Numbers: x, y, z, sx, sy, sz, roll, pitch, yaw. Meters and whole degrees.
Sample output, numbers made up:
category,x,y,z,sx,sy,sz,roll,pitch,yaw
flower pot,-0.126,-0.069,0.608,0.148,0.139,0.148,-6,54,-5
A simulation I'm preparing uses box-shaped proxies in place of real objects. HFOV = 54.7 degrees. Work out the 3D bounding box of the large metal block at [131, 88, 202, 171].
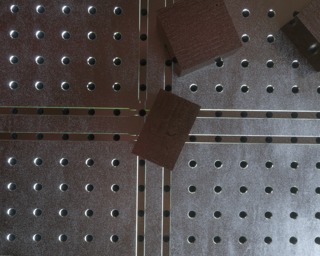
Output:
category,x,y,z,sx,sy,sz,roll,pitch,yaw
large metal block,0.007,0.002,0.386,0.050,0.080,0.080,24,90,-1

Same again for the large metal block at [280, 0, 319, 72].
category,x,y,z,sx,sy,sz,roll,pitch,yaw
large metal block,0.223,-0.133,0.404,0.080,0.050,0.080,-41,91,0

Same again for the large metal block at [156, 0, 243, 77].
category,x,y,z,sx,sy,sz,roll,pitch,yaw
large metal block,0.048,-0.121,0.401,0.080,0.050,0.080,-23,90,-1
